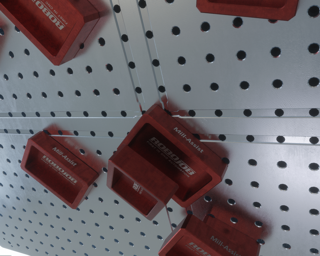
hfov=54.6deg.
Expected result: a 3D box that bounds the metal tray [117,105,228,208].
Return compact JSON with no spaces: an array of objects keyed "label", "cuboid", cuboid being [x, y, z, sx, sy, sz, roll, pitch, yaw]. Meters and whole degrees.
[{"label":"metal tray","cuboid":[0.014,0.041,0.426,0.130,0.030,0.090,40,129,0]}]

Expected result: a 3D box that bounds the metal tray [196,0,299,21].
[{"label":"metal tray","cuboid":[0.082,-0.164,0.263,0.090,0.030,0.129,14,124,20]}]

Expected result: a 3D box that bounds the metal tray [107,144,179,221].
[{"label":"metal tray","cuboid":[-0.030,0.082,0.439,0.090,0.030,0.129,37,154,7]}]

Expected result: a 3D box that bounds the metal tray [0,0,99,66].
[{"label":"metal tray","cuboid":[-0.150,-0.155,0.391,0.130,0.030,0.090,46,129,-4]}]

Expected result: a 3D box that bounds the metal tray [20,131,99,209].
[{"label":"metal tray","cuboid":[-0.181,0.076,0.551,0.130,0.030,0.089,37,129,3]}]

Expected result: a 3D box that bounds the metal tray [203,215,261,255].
[{"label":"metal tray","cuboid":[0.088,0.205,0.489,0.090,0.030,0.129,27,128,11]}]

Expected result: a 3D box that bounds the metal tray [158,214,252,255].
[{"label":"metal tray","cuboid":[0.072,0.192,0.449,0.130,0.030,0.089,34,129,5]}]
